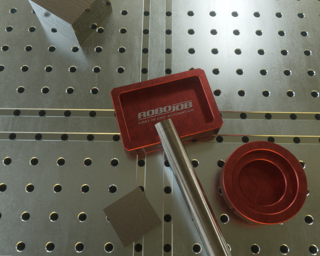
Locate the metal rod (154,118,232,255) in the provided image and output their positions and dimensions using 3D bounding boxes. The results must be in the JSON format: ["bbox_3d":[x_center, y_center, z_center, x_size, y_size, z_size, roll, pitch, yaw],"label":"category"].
[{"bbox_3d":[0.061,0.128,0.348,0.025,0.025,0.299,-21,78,-8],"label":"metal rod"}]

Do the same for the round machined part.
[{"bbox_3d":[0.122,0.068,0.379,0.099,0.042,0.098,0,70,-1],"label":"round machined part"}]

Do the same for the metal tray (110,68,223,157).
[{"bbox_3d":[0.008,-0.022,0.417,0.131,0.030,0.090,-14,71,-6],"label":"metal tray"}]

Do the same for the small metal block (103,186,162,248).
[{"bbox_3d":[-0.032,0.107,0.372,0.050,0.025,0.050,-31,73,-11],"label":"small metal block"}]

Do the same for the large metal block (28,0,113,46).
[{"bbox_3d":[-0.131,-0.184,0.464,0.080,0.050,0.080,33,73,11],"label":"large metal block"}]
